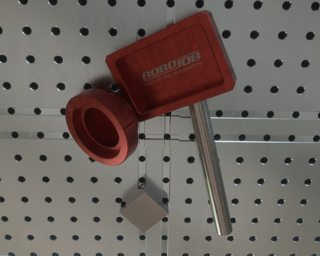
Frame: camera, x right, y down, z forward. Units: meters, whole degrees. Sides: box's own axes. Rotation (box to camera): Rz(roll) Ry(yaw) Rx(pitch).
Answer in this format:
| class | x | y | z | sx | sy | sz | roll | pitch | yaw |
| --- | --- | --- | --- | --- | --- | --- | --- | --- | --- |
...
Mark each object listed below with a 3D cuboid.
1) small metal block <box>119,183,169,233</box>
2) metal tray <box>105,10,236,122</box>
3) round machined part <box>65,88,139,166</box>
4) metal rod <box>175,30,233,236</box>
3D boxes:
| class | x | y | z | sx | sy | sz | roll | pitch | yaw |
| --- | --- | --- | --- | --- | --- | --- | --- | --- | --- |
| small metal block | -0.023 | 0.118 | 0.457 | 0.050 | 0.025 | 0.050 | -41 | 106 | 13 |
| metal tray | 0.012 | -0.069 | 0.364 | 0.130 | 0.030 | 0.090 | -18 | 107 | 23 |
| round machined part | -0.066 | -0.005 | 0.385 | 0.098 | 0.042 | 0.097 | 19 | 129 | 26 |
| metal rod | 0.062 | 0.020 | 0.421 | 0.025 | 0.025 | 0.298 | -13 | 110 | 4 |
